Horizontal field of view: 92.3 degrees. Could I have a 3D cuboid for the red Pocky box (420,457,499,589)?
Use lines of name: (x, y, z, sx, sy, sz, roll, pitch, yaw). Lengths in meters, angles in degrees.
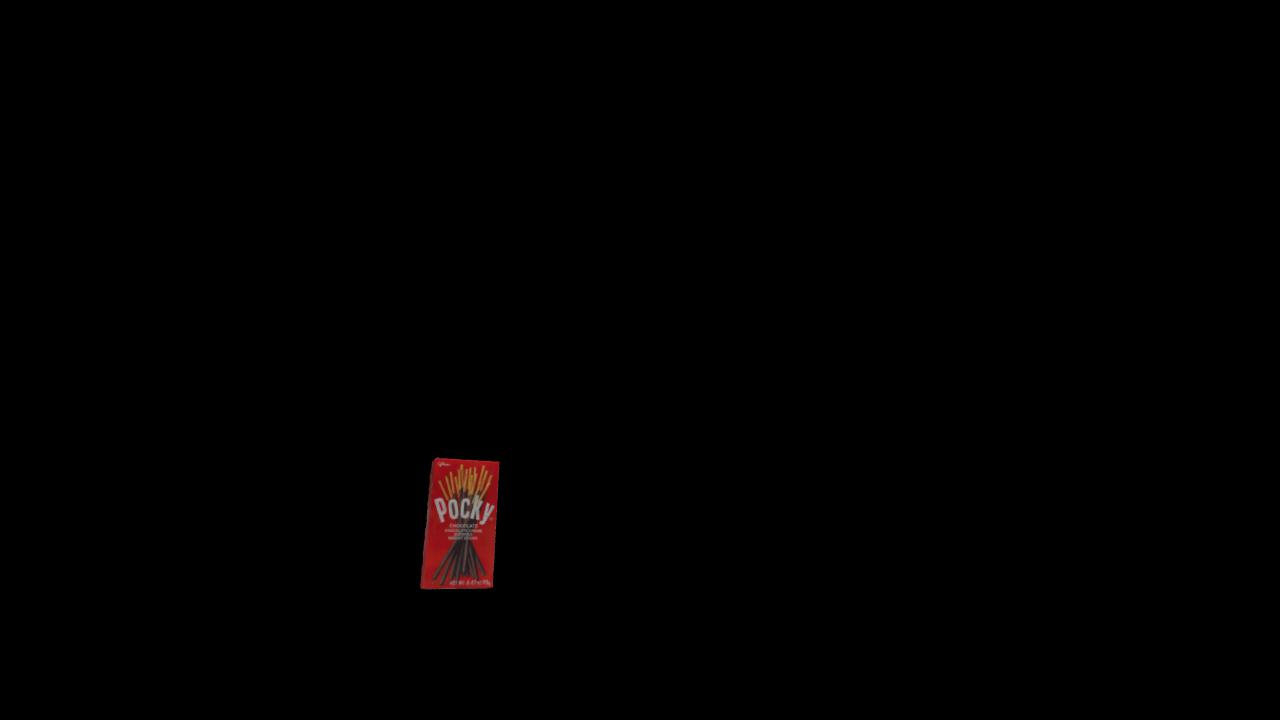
red Pocky box: (-0.219, 0.199, 0.756, 0.083, 0.155, 0.028, 7, -23, -23)
